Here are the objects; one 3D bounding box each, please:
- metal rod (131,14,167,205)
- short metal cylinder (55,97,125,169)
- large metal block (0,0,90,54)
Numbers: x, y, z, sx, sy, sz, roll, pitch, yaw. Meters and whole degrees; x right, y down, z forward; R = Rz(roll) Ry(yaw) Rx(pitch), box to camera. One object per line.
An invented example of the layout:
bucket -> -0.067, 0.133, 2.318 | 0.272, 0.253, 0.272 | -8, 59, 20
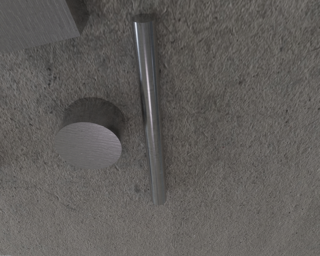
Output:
metal rod -> -0.009, 0.002, 0.409 | 0.025, 0.025, 0.298 | -2, 130, 2
short metal cylinder -> -0.087, 0.008, 0.396 | 0.081, 0.050, 0.079 | 0, 130, 0
large metal block -> -0.122, -0.123, 0.285 | 0.080, 0.050, 0.080 | -10, 130, 8
